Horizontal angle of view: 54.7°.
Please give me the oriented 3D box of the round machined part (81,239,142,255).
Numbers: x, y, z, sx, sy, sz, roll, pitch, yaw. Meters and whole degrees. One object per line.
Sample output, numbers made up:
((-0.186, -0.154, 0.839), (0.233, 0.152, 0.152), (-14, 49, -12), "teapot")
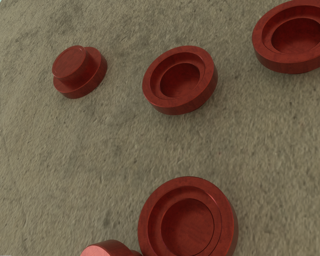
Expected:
((-0.038, 0.157, 0.297), (0.098, 0.042, 0.097), (-1, 89, 48), "round machined part")

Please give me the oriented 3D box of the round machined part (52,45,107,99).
((-0.143, -0.102, 0.528), (0.098, 0.042, 0.098), (-13, 56, 20), "round machined part")

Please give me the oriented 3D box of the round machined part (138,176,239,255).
((0.030, 0.102, 0.314), (0.098, 0.042, 0.098), (-13, 56, 20), "round machined part")

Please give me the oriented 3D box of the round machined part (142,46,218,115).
((0.029, -0.059, 0.412), (0.098, 0.042, 0.098), (-13, 56, 20), "round machined part")

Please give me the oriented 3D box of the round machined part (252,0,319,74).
((0.164, -0.104, 0.370), (0.098, 0.042, 0.098), (-13, 56, 20), "round machined part")
